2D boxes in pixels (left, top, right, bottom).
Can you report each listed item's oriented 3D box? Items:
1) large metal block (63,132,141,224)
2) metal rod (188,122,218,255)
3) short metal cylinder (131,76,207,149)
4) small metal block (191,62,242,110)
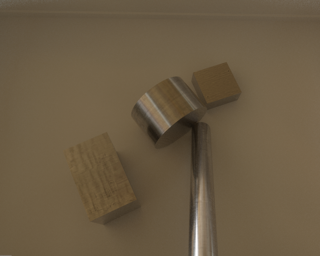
[{"bbox_3d":[-0.063,0.061,0.357,0.050,0.080,0.080,-24,72,-9],"label":"large metal block"},{"bbox_3d":[0.040,0.087,0.289,0.025,0.025,0.300,7,35,2],"label":"metal rod"},{"bbox_3d":[0.011,-0.018,0.387,0.080,0.080,0.050,-34,74,-12],"label":"short metal cylinder"},{"bbox_3d":[0.078,-0.058,0.432,0.050,0.025,0.050,-19,71,-7],"label":"small metal block"}]
